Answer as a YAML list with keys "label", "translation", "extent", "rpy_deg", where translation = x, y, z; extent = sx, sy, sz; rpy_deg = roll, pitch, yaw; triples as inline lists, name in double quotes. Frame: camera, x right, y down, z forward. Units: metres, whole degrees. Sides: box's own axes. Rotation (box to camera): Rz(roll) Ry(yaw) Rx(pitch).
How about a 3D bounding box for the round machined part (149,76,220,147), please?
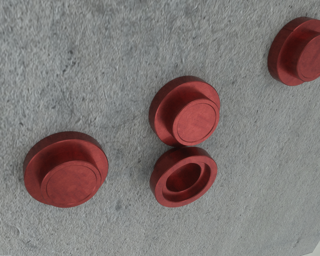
- label: "round machined part"
  translation: [0.038, -0.016, 0.407]
  extent: [0.099, 0.042, 0.097]
  rpy_deg: [-14, 124, -21]

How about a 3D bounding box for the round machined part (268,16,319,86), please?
- label: "round machined part"
  translation: [0.208, -0.105, 0.444]
  extent: [0.099, 0.042, 0.097]
  rpy_deg: [-14, 124, -21]

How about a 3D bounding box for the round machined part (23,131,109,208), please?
- label: "round machined part"
  translation: [-0.109, 0.056, 0.371]
  extent: [0.099, 0.042, 0.097]
  rpy_deg: [-14, 124, -21]

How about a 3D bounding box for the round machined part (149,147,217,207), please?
- label: "round machined part"
  translation: [0.030, 0.065, 0.449]
  extent: [0.099, 0.042, 0.097]
  rpy_deg: [-15, 130, -19]
